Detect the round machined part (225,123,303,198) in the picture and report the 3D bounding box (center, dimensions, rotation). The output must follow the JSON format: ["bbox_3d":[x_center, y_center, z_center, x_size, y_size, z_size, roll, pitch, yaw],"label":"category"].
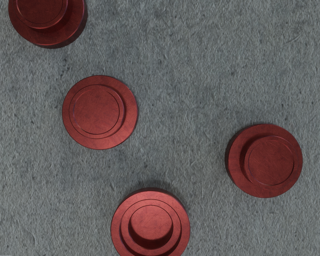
[{"bbox_3d":[0.137,0.043,0.402,0.099,0.042,0.097,0,90,0],"label":"round machined part"}]

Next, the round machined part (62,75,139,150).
[{"bbox_3d":[-0.078,-0.020,0.401,0.099,0.042,0.097,0,90,0],"label":"round machined part"}]

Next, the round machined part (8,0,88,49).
[{"bbox_3d":[-0.148,-0.156,0.400,0.099,0.042,0.097,0,90,0],"label":"round machined part"}]

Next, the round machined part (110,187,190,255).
[{"bbox_3d":[-0.012,0.125,0.401,0.099,0.042,0.097,0,90,0],"label":"round machined part"}]
